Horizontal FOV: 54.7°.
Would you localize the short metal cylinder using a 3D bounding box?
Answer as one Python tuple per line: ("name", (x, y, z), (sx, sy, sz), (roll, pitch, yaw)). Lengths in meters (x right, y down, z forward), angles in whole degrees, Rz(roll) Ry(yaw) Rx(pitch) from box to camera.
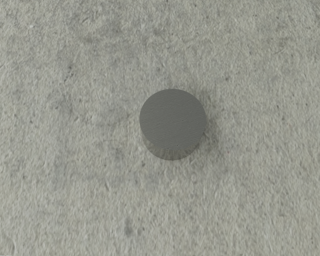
("short metal cylinder", (0.015, -0.003, 0.396), (0.081, 0.050, 0.080), (0, 70, 0))
